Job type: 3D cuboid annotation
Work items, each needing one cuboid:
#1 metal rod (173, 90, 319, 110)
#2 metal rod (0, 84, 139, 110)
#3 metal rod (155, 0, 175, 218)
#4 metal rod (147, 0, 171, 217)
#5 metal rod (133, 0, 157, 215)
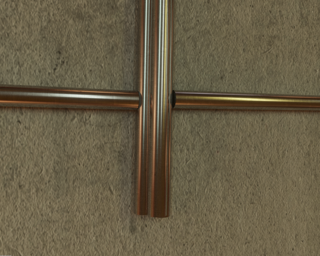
[{"bbox_3d":[0.158,-0.040,0.470,0.303,0.025,0.025,-1,90,-21],"label":"metal rod"},{"bbox_3d":[-0.172,-0.037,0.346,0.303,0.025,0.025,0,90,-21],"label":"metal rod"},{"bbox_3d":[0.004,-0.033,0.414,0.025,0.025,0.298,1,90,-20],"label":"metal rod"},{"bbox_3d":[-0.001,-0.040,0.389,0.025,0.025,0.298,1,90,-20],"label":"metal rod"},{"bbox_3d":[-0.019,-0.039,0.405,0.025,0.025,0.298,1,90,-20],"label":"metal rod"}]
